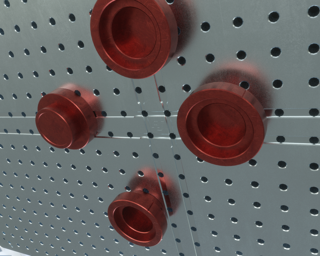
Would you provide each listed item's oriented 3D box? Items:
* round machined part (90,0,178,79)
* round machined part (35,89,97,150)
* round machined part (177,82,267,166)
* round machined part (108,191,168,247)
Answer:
[{"bbox_3d":[-0.025,-0.108,0.347,0.098,0.042,0.097,13,124,21],"label":"round machined part"},{"bbox_3d":[-0.150,-0.007,0.476,0.098,0.042,0.097,13,124,21],"label":"round machined part"},{"bbox_3d":[0.073,-0.008,0.357,0.098,0.042,0.097,13,124,21],"label":"round machined part"},{"bbox_3d":[-0.032,0.142,0.506,0.098,0.042,0.097,13,124,21],"label":"round machined part"}]
